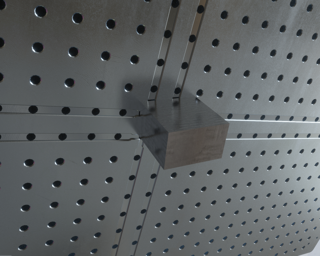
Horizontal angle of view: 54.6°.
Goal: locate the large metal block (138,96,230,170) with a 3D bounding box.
[{"bbox_3d":[0.026,0.002,0.391,0.081,0.080,0.050,-8,122,-24],"label":"large metal block"}]
